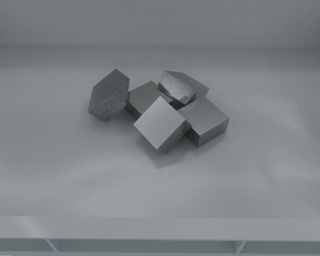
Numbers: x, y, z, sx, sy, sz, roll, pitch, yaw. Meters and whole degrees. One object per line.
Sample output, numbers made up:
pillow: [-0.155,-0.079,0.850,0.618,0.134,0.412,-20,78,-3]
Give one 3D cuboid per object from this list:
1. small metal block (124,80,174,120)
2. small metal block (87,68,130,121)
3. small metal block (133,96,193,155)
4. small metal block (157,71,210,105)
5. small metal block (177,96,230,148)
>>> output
small metal block: [-0.016,-0.034,0.431,0.050,0.025,0.050,-31,57,-24]
small metal block: [-0.069,-0.045,0.422,0.050,0.025,0.050,-31,40,32]
small metal block: [0.003,-0.004,0.391,0.050,0.025,0.050,-47,59,4]
small metal block: [0.034,-0.057,0.436,0.050,0.025,0.050,36,24,25]
small metal block: [0.055,-0.009,0.411,0.050,0.025,0.050,-29,56,-23]
